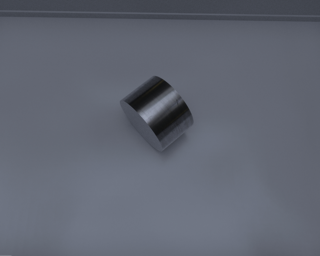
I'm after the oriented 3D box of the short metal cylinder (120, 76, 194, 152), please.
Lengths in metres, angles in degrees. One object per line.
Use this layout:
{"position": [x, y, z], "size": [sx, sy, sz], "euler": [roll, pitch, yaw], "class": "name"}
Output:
{"position": [-0.004, -0.017, 0.384], "size": [0.050, 0.080, 0.080], "euler": [-40, 75, -13], "class": "short metal cylinder"}
